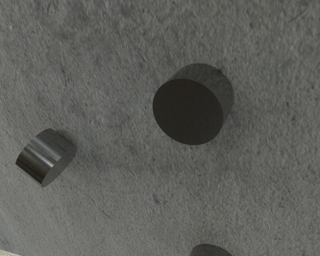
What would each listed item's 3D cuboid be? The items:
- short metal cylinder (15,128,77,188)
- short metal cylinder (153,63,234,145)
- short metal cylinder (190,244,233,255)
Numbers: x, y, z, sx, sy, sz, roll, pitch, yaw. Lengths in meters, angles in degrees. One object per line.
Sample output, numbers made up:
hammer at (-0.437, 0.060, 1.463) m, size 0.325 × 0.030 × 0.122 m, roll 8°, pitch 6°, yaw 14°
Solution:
short metal cylinder at (-0.179, 0.047, 0.492) m, size 0.050 × 0.080 × 0.080 m, roll 38°, pitch 129°, yaw 3°
short metal cylinder at (0.039, -0.027, 0.352) m, size 0.080 × 0.050 × 0.079 m, roll 13°, pitch 124°, yaw 20°
short metal cylinder at (0.079, 0.232, 0.492) m, size 0.080 × 0.050 × 0.079 m, roll 13°, pitch 124°, yaw 20°
